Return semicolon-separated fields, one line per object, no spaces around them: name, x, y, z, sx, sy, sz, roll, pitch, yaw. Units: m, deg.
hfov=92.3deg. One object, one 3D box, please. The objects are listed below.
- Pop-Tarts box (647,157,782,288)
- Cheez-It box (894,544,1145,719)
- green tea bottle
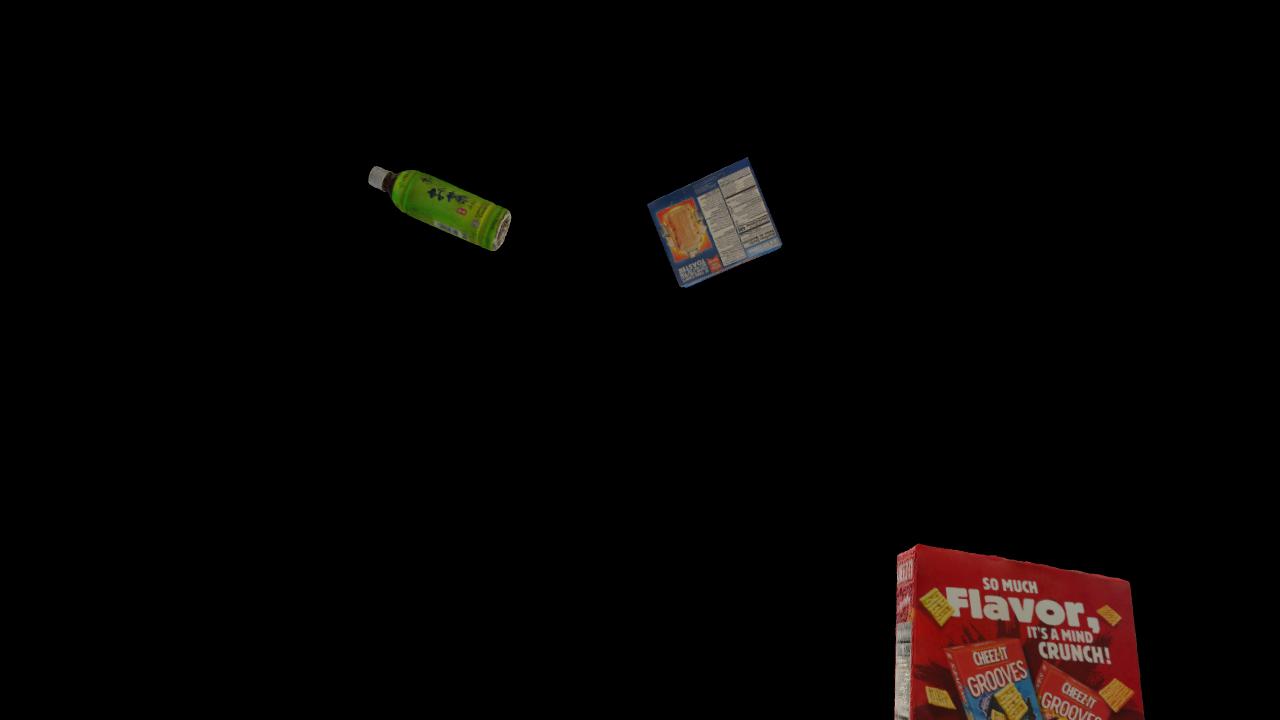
Pop-Tarts box;0.118;-0.209;0.960;0.167;0.141;0.083;-22;1;15
Cheez-It box;0.295;0.276;0.491;0.166;0.223;0.071;7;-24;10
green tea bottle;-0.306;-0.236;0.934;0.212;0.073;0.073;22;-2;-5
